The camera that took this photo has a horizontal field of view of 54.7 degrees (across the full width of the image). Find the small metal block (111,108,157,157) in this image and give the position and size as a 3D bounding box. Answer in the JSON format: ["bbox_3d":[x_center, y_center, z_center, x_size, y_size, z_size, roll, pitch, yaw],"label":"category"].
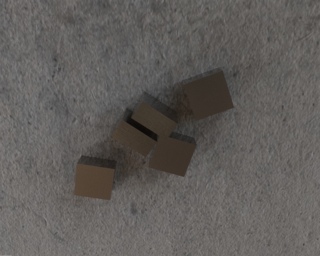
[{"bbox_3d":[-0.031,0.005,0.398,0.050,0.050,0.025,33,107,-12],"label":"small metal block"}]

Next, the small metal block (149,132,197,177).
[{"bbox_3d":[0.016,0.033,0.422,0.050,0.025,0.050,16,109,-7],"label":"small metal block"}]

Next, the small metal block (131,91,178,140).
[{"bbox_3d":[-0.006,-0.017,0.390,0.050,0.050,0.025,33,107,-12],"label":"small metal block"}]

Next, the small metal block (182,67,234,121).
[{"bbox_3d":[0.061,-0.043,0.395,0.050,0.025,0.050,-19,109,6],"label":"small metal block"}]

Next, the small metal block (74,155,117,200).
[{"bbox_3d":[-0.090,0.070,0.434,0.050,0.025,0.050,9,110,-4],"label":"small metal block"}]
